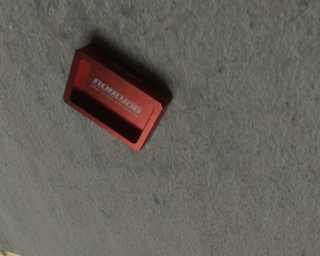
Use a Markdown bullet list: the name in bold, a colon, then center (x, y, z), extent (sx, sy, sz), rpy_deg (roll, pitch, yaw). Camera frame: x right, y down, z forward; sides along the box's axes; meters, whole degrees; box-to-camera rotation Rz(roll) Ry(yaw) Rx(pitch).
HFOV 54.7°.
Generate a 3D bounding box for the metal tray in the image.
- **metal tray**: center (-0.059, -0.039, 0.408), extent (0.130, 0.030, 0.089), rpy_deg (34, 129, 5)
